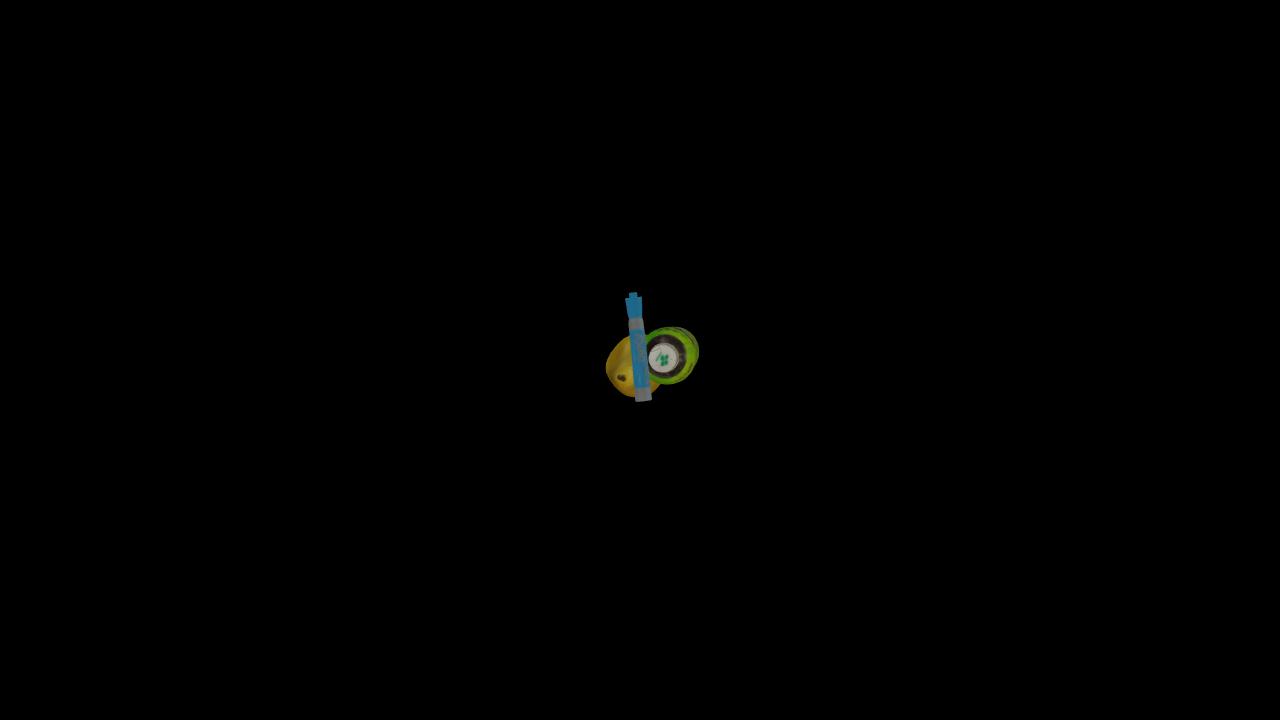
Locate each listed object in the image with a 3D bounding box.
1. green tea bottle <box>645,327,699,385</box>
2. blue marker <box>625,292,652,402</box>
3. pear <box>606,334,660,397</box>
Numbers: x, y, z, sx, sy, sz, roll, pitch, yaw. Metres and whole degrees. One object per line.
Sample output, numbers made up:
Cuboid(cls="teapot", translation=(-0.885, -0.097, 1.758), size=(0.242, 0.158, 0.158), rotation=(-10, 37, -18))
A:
Cuboid(cls="green tea bottle", translation=(0.036, -0.008, 0.759), size=(0.073, 0.073, 0.212), rotation=(0, 1, 8))
Cuboid(cls="blue marker", translation=(-0.002, -0.015, 0.683), size=(0.020, 0.121, 0.020), rotation=(-6, 2, 0))
Cuboid(cls="pear", translation=(-0.010, 0.016, 0.740), size=(0.080, 0.080, 0.111), rotation=(0, 23, 20))
